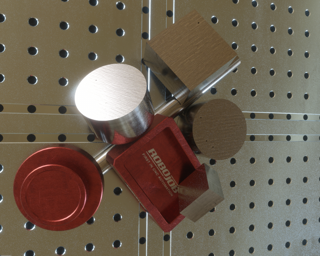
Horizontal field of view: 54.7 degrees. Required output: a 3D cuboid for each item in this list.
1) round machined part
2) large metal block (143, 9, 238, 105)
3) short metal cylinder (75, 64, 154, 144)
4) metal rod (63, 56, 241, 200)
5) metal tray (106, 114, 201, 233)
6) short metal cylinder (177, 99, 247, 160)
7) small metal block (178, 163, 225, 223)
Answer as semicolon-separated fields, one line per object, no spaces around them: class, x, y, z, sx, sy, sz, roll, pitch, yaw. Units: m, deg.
round machined part;-0.114;0.070;0.348;0.099;0.042;0.097;-1;96;-5
large metal block;0.037;-0.090;0.400;0.080;0.050;0.080;-39;83;-16
short metal cylinder;-0.050;-0.028;0.359;0.080;0.050;0.080;-5;57;7
metal rod;-0.005;-0.009;0.412;0.301;0.025;0.025;-39;103;-15
metal tray;0.004;0.058;0.396;0.090;0.030;0.130;-39;115;-15
short metal cylinder;0.070;0.002;0.424;0.081;0.050;0.079;0;90;-20
small metal block;0.049;0.080;0.387;0.025;0.050;0.050;37;113;-19
